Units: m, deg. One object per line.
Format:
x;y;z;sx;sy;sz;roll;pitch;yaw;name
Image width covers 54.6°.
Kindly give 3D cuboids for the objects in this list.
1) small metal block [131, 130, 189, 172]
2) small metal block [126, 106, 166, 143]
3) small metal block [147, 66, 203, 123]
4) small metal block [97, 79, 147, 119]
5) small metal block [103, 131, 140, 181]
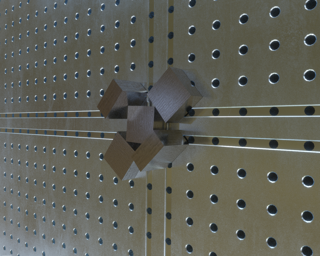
0.000;0.028;0.394;0.050;0.050;0.025;-50;60;28;small metal block
-0.019;-0.004;0.425;0.050;0.025;0.050;5;92;41;small metal block
0.018;-0.041;0.396;0.050;0.025;0.050;-48;62;30;small metal block
-0.052;-0.040;0.437;0.025;0.050;0.050;51;121;27;small metal block
-0.050;0.040;0.451;0.050;0.025;0.050;45;117;30;small metal block
